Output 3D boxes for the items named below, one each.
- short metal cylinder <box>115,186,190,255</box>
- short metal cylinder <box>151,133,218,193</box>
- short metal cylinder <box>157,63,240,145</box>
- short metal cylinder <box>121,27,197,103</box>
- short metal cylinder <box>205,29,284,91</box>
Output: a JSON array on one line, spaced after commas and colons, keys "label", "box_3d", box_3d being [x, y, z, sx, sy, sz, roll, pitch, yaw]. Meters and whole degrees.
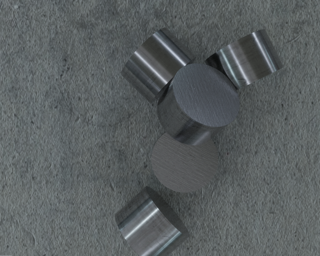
[{"label": "short metal cylinder", "box_3d": [-0.009, 0.119, 0.382, 0.050, 0.080, 0.080, -43, 90, 0]}, {"label": "short metal cylinder", "box_3d": [0.030, 0.038, 0.398, 0.081, 0.050, 0.080, 0, 90, 0]}, {"label": "short metal cylinder", "box_3d": [0.043, -0.026, 0.355, 0.081, 0.050, 0.080, 10, 61, -18]}, {"label": "short metal cylinder", "box_3d": [-0.001, -0.076, 0.382, 0.080, 0.080, 0.050, -45, 90, 0]}, {"label": "short metal cylinder", "box_3d": [0.103, -0.079, 0.383, 0.080, 0.080, 0.050, -26, 90, 0]}]
